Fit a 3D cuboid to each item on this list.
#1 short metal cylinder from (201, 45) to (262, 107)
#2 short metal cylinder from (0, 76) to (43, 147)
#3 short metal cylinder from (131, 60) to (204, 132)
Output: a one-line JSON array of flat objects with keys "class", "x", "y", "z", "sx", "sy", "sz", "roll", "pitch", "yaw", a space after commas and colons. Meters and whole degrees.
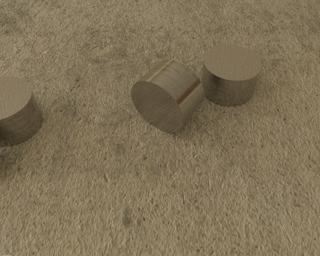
[{"class": "short metal cylinder", "x": 0.102, "y": -0.077, "z": 0.452, "sx": 0.080, "sy": 0.050, "sz": 0.080, "roll": 0, "pitch": 50, "yaw": 0}, {"class": "short metal cylinder", "x": -0.201, "y": -0.022, "z": 0.404, "sx": 0.080, "sy": 0.050, "sz": 0.080, "roll": 0, "pitch": 50, "yaw": 0}, {"class": "short metal cylinder", "x": 0.010, "y": -0.041, "z": 0.402, "sx": 0.080, "sy": 0.080, "sz": 0.050, "roll": 28, "pitch": 56, "yaw": 21}]
